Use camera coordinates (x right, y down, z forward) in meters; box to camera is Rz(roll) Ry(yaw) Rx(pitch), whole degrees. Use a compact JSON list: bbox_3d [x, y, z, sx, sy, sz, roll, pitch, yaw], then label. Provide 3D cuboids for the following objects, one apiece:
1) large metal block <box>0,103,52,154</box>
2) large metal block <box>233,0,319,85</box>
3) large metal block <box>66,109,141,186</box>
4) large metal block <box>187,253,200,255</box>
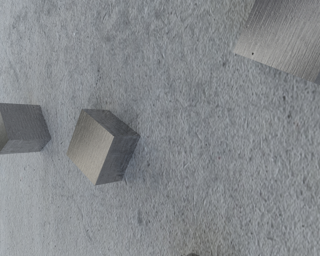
[{"bbox_3d":[-0.267,0.001,0.590,0.050,0.081,0.080,-41,66,33],"label":"large metal block"},{"bbox_3d":[0.128,-0.090,0.283,0.080,0.050,0.079,33,111,35],"label":"large metal block"},{"bbox_3d":[-0.086,0.026,0.460,0.080,0.050,0.079,37,112,34],"label":"large metal block"},{"bbox_3d":[0.052,0.199,0.346,0.080,0.050,0.079,6,94,40],"label":"large metal block"}]
